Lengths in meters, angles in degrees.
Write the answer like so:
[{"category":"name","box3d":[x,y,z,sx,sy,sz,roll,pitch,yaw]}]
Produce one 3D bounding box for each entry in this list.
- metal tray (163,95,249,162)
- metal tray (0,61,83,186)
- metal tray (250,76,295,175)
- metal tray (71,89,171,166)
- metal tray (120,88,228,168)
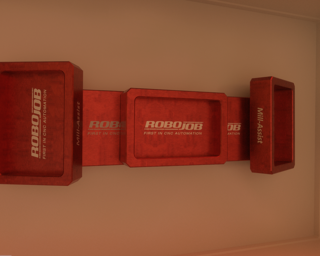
[{"category":"metal tray","box3d":[0.071,0.001,0.433,0.131,0.030,0.089,0,90,-20]},{"category":"metal tray","box3d":[-0.133,-0.005,0.338,0.090,0.030,0.129,1,90,5]},{"category":"metal tray","box3d":[0.164,-0.004,0.446,0.091,0.030,0.129,0,90,-48]},{"category":"metal tray","box3d":[-0.052,0.000,0.388,0.131,0.030,0.089,0,90,-20]},{"category":"metal tray","box3d":[0.019,0.000,0.381,0.131,0.030,0.089,1,89,-20]}]
